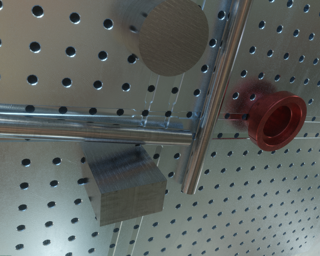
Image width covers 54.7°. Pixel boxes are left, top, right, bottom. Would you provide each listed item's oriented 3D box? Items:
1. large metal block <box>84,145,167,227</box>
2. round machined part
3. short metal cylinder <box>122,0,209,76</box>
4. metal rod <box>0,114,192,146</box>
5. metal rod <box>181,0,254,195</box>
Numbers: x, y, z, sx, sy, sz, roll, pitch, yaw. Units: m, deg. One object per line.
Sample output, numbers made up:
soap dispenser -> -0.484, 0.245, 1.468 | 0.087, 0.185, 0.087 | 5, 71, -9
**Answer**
large metal block -> -0.047, 0.069, 0.394 | 0.081, 0.080, 0.050 | -7, 122, -25
round machined part -> 0.179, -0.015, 0.492 | 0.099, 0.042, 0.097 | -14, 125, -21
short metal cylinder -> 0.005, -0.102, 0.336 | 0.081, 0.050, 0.079 | -14, 125, -21
metal rod -> -0.090, 0.004, 0.364 | 0.302, 0.025, 0.025 | 5, 116, -31
metal rod -> 0.074, -0.031, 0.434 | 0.025, 0.025, 0.298 | -3, 120, -27
